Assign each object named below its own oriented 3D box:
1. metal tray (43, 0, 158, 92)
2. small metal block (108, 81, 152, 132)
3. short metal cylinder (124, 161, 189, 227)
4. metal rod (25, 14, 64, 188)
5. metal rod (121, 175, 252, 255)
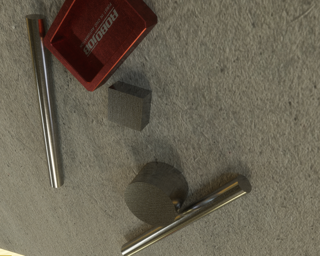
[{"bbox_3d":[-0.076,-0.115,0.371,0.090,0.030,0.129,47,129,-5],"label":"metal tray"},{"bbox_3d":[-0.041,-0.029,0.410,0.050,0.025,0.050,19,126,17],"label":"small metal block"},{"bbox_3d":[-0.004,0.096,0.452,0.080,0.050,0.079,13,124,21],"label":"short metal cylinder"},{"bbox_3d":[-0.175,-0.022,0.485,0.025,0.025,0.298,19,126,17],"label":"metal rod"},{"bbox_3d":[0.023,0.150,0.487,0.025,0.025,0.299,44,129,-3],"label":"metal rod"}]
